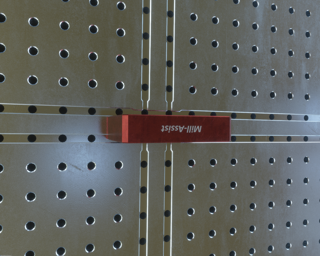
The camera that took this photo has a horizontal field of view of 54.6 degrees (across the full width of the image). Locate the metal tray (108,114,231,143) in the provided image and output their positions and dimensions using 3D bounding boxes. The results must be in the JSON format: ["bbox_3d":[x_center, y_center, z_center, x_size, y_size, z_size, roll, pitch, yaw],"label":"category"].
[{"bbox_3d":[0.009,0.001,0.381,0.131,0.090,0.030,0,90,-20],"label":"metal tray"}]
